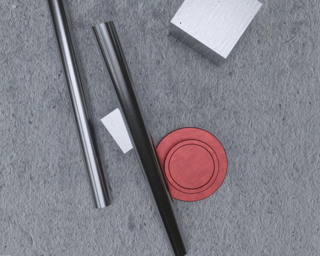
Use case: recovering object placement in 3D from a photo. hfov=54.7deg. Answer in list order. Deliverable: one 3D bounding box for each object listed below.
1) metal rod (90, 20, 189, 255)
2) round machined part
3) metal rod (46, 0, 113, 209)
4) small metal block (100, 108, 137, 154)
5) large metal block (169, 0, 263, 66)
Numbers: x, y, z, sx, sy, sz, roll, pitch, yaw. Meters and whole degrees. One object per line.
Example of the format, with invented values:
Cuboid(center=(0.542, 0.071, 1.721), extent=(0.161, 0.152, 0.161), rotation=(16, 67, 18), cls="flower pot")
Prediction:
Cuboid(center=(-0.016, 0.029, 0.363), extent=(0.025, 0.025, 0.298), rotation=(-18, 109, 0), cls="metal rod")
Cuboid(center=(0.039, 0.048, 0.402), extent=(0.099, 0.042, 0.097), rotation=(0, 90, -1), cls="round machined part")
Cuboid(center=(-0.108, -0.043, 0.408), extent=(0.025, 0.025, 0.298), rotation=(-13, 90, 0), cls="metal rod")
Cuboid(center=(-0.047, 0.003, 0.397), extent=(0.025, 0.050, 0.050), rotation=(-35, 90, 0), cls="small metal block")
Cuboid(center=(0.068, -0.139, 0.398), extent=(0.080, 0.050, 0.080), rotation=(34, 90, -1), cls="large metal block")
